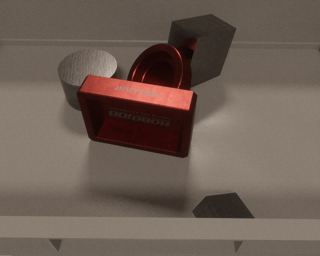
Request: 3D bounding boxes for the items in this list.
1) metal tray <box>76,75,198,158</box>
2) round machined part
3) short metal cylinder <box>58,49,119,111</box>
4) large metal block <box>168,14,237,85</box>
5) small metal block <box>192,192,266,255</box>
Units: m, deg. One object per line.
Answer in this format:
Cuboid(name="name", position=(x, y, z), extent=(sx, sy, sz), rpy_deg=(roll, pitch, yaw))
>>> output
Cuboid(name="metal tray", position=(-0.026, -0.012, 0.372), extent=(0.131, 0.089, 0.030), rpy_deg=(10, 51, 8))
Cuboid(name="round machined part", position=(0.003, -0.061, 0.423), extent=(0.098, 0.042, 0.098), rpy_deg=(-12, 70, 37))
Cuboid(name="short metal cylinder", position=(-0.100, -0.069, 0.445), extent=(0.081, 0.050, 0.080), rpy_deg=(0, 50, 0))
Cuboid(name="large metal block", position=(0.056, -0.114, 0.456), extent=(0.081, 0.079, 0.050), rpy_deg=(-24, 53, -34))
Cuboid(name="small metal block", position=(0.069, 0.095, 0.311), extent=(0.050, 0.025, 0.050), rpy_deg=(5, 40, -42))
